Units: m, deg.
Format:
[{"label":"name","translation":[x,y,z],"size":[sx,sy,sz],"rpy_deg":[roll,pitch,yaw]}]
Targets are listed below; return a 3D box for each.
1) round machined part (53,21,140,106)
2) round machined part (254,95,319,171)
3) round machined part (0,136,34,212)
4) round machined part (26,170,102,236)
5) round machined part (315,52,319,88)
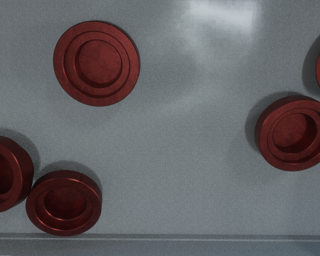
[{"label":"round machined part","translation":[-0.072,-0.078,0.373],"size":[0.099,0.042,0.097],"rpy_deg":[0,110,0]},{"label":"round machined part","translation":[0.172,0.004,0.405],"size":[0.099,0.042,0.097],"rpy_deg":[0,110,0]},{"label":"round machined part","translation":[-0.210,0.058,0.411],"size":[0.098,0.042,0.097],"rpy_deg":[2,98,16]},{"label":"round machined part","translation":[-0.131,0.100,0.434],"size":[0.099,0.042,0.097],"rpy_deg":[-3,114,-6]},{"label":"round machined part","translation":[0.239,-0.070,0.361],"size":[0.098,0.042,0.097],"rpy_deg":[2,94,35]}]
